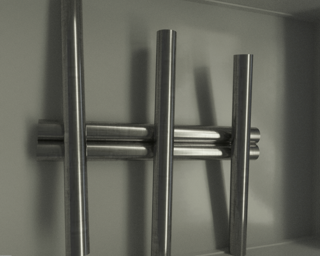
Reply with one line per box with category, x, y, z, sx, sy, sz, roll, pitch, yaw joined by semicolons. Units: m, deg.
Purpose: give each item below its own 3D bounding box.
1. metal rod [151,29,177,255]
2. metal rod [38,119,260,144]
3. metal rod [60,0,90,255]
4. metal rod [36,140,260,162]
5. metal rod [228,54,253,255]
metal rod;0.005;0.030;0.386;0.025;0.025;0.298;2;90;-20
metal rod;0.001;0.007;0.411;0.303;0.025;0.025;2;90;-21
metal rod;-0.096;-0.014;0.348;0.025;0.025;0.298;-1;82;-20
metal rod;-0.001;0.031;0.410;0.303;0.025;0.025;2;90;-21
metal rod;0.110;0.052;0.428;0.025;0.025;0.298;-4;100;-20
